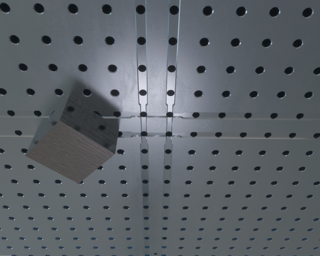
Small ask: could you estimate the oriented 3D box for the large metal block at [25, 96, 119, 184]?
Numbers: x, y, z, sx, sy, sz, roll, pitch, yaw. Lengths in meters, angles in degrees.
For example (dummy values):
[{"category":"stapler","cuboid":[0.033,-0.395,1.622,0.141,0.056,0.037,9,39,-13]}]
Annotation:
[{"category":"large metal block","cuboid":[-0.113,0.018,0.409,0.080,0.050,0.080,36,121,-27]}]
